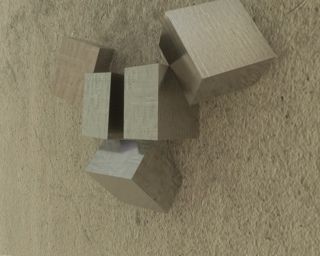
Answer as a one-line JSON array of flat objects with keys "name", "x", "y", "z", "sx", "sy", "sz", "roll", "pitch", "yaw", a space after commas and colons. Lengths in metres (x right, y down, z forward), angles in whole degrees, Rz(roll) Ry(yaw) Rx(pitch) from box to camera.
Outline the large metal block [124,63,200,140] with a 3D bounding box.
[{"name": "large metal block", "x": 0.004, "y": -0.028, "z": 0.365, "sx": 0.050, "sy": 0.081, "sz": 0.079, "roll": 1, "pitch": 91, "yaw": 40}]

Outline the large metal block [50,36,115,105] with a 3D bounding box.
[{"name": "large metal block", "x": -0.109, "y": -0.083, "z": 0.446, "sx": 0.050, "sy": 0.080, "sz": 0.079, "roll": 18, "pitch": 104, "yaw": 1}]

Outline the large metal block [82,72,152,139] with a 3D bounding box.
[{"name": "large metal block", "x": -0.054, "y": -0.028, "z": 0.413, "sx": 0.050, "sy": 0.081, "sz": 0.079, "roll": 6, "pitch": 94, "yaw": 39}]

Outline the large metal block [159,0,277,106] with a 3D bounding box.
[{"name": "large metal block", "x": 0.054, "y": -0.079, "z": 0.316, "sx": 0.050, "sy": 0.081, "sz": 0.080, "roll": 108, "pitch": 140, "yaw": -64}]

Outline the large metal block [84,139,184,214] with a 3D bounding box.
[{"name": "large metal block", "x": -0.031, "y": 0.059, "z": 0.386, "sx": 0.080, "sy": 0.080, "sz": 0.050, "roll": 1, "pitch": 52, "yaw": 40}]
